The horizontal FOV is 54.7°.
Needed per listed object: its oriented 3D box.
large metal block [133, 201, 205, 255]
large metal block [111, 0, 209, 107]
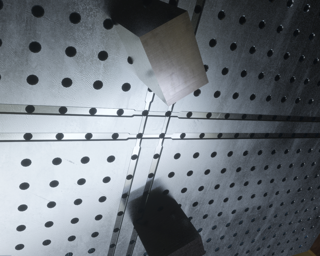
[{"bbox_3d":[0.014,0.177,0.495,0.080,0.080,0.050,-26,128,-13],"label":"large metal block"},{"bbox_3d":[0.000,-0.082,0.326,0.050,0.080,0.080,-32,129,-8],"label":"large metal block"}]
